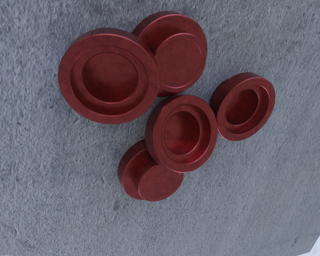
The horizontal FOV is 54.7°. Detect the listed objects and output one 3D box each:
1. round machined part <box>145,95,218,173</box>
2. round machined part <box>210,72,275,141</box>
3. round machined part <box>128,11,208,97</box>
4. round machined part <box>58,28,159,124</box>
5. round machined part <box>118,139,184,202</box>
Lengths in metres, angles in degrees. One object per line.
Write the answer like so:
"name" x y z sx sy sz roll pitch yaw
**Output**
"round machined part" 0.024 0.006 0.402 0.099 0.042 0.097 -4 97 -31
"round machined part" 0.111 -0.033 0.439 0.099 0.042 0.097 -14 125 -21
"round machined part" 0.013 -0.080 0.356 0.099 0.042 0.097 -14 125 -21
"round machined part" -0.051 -0.056 0.322 0.099 0.042 0.097 -2 123 -3
"round machined part" -0.006 0.064 0.434 0.099 0.042 0.097 -14 125 -21
